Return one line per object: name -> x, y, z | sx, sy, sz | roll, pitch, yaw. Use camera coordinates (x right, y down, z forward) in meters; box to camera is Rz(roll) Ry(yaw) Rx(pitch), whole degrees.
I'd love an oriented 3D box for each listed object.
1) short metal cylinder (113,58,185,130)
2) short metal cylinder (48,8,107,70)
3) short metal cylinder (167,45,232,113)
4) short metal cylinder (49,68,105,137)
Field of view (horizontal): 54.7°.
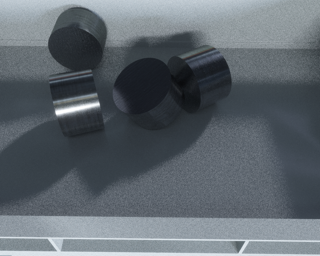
short metal cylinder -> -0.014, -0.044, 0.405 | 0.080, 0.050, 0.080 | -9, 64, 21
short metal cylinder -> -0.127, -0.136, 0.483 | 0.080, 0.080, 0.050 | 1, 50, 0
short metal cylinder -> 0.052, -0.067, 0.426 | 0.050, 0.080, 0.080 | -25, 54, -21
short metal cylinder -> -0.105, -0.033, 0.396 | 0.050, 0.080, 0.080 | -13, 51, -11
